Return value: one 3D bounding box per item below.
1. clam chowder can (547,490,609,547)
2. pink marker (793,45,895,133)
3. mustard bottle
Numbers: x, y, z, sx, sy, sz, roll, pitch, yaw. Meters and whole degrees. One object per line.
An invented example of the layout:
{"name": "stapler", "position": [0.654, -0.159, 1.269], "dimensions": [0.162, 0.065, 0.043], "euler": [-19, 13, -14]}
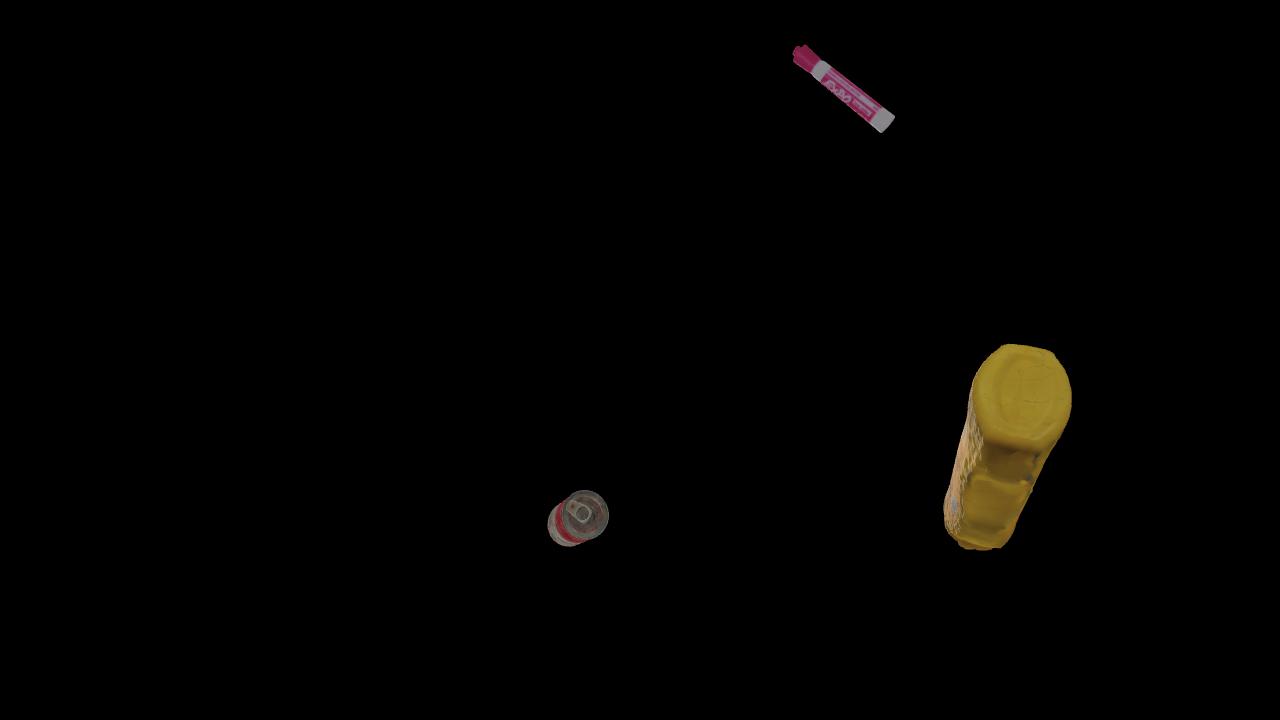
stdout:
{"name": "clam chowder can", "position": [-0.091, 0.230, 0.885], "dimensions": [0.068, 0.068, 0.102], "euler": [0, -22, -22]}
{"name": "pink marker", "position": [0.198, -0.269, 0.606], "dimensions": [0.121, 0.020, 0.020], "euler": [44, 9, 10]}
{"name": "mustard bottle", "position": [0.250, 0.082, 0.438], "dimensions": [0.054, 0.184, 0.092], "euler": [9, 48, 23]}
